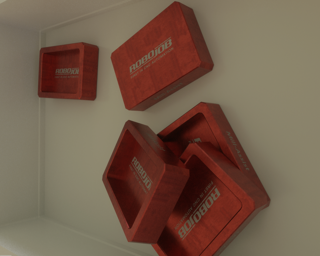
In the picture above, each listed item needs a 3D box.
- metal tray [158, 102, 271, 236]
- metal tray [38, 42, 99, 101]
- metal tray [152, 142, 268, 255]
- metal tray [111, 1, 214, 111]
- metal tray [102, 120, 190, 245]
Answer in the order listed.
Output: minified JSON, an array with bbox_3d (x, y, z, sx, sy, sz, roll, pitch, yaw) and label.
[{"bbox_3d":[0.054,0.046,0.357,0.090,0.030,0.130,-37,68,33],"label":"metal tray"},{"bbox_3d":[-0.161,-0.095,0.532,0.130,0.030,0.089,7,94,39],"label":"metal tray"},{"bbox_3d":[0.037,0.090,0.331,0.090,0.030,0.129,47,118,30],"label":"metal tray"},{"bbox_3d":[-0.003,-0.088,0.404,0.130,0.030,0.090,-28,73,36],"label":"metal tray"},{"bbox_3d":[-0.024,0.055,0.355,0.089,0.030,0.130,-65,29,12],"label":"metal tray"}]
